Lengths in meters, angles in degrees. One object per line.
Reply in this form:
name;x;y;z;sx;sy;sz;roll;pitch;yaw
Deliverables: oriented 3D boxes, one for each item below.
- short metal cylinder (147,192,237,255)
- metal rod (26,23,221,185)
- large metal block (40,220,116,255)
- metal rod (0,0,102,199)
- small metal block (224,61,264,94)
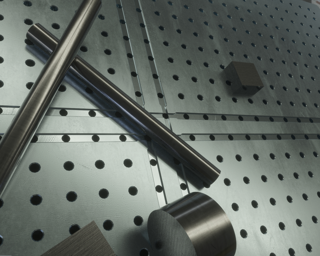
short metal cylinder;0.031;0.113;0.320;0.050;0.080;0.080;-17;71;-35
metal rod;-0.045;-0.029;0.401;0.300;0.025;0.025;39;51;-2
large metal block;-0.075;0.141;0.266;0.081;0.050;0.080;-28;77;-37
metal rod;-0.127;-0.043;0.343;0.025;0.025;0.300;24;60;-14
small metal block;0.146;-0.087;0.539;0.050;0.025;0.050;-1;62;-29
